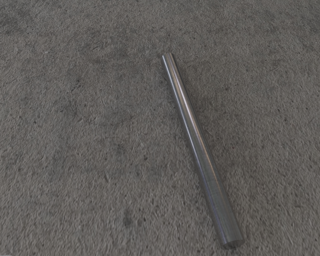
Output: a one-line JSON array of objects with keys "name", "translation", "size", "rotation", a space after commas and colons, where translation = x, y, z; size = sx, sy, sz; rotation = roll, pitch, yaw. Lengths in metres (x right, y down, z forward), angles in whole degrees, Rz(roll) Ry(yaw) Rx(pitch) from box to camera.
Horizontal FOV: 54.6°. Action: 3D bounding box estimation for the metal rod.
[{"name": "metal rod", "translation": [0.043, 0.003, 0.401], "size": [0.025, 0.025, 0.300], "rotation": [-9, 51, -7]}]
